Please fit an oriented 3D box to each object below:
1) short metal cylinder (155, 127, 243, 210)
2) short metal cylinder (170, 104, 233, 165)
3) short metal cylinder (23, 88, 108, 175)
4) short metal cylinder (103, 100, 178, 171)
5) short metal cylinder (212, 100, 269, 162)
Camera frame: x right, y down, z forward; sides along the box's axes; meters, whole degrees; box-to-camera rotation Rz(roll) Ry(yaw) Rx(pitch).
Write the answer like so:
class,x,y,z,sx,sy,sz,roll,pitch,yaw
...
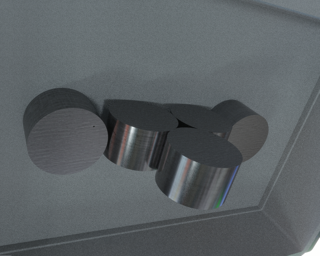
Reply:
class,x,y,z,sx,sy,sz,roll,pitch,yaw
short metal cylinder,0.040,0.040,0.329,0.081,0.080,0.050,2,118,-29
short metal cylinder,0.046,0.009,0.401,0.081,0.080,0.050,2,118,-29
short metal cylinder,-0.103,0.004,0.336,0.081,0.050,0.079,-14,124,-21
short metal cylinder,-0.024,0.007,0.361,0.081,0.080,0.050,2,118,-29
short metal cylinder,0.109,0.005,0.453,0.081,0.050,0.079,-14,124,-21
